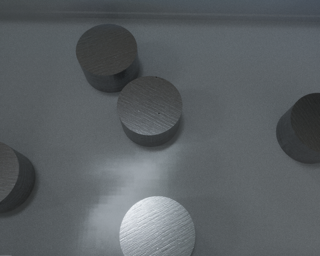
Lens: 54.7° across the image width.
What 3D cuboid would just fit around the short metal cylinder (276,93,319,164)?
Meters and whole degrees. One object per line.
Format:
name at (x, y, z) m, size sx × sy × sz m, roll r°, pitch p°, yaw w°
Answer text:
short metal cylinder at (0.199, 0.002, 0.398) m, size 0.081 × 0.050 × 0.080 m, roll 0°, pitch 70°, yaw 0°

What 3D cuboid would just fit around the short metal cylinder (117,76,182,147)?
short metal cylinder at (-0.013, -0.020, 0.404) m, size 0.081 × 0.050 × 0.080 m, roll 0°, pitch 70°, yaw 0°

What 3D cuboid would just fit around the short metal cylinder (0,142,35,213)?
short metal cylinder at (-0.200, 0.060, 0.372) m, size 0.081 × 0.050 × 0.080 m, roll 0°, pitch 70°, yaw 0°

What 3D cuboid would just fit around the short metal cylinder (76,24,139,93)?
short metal cylinder at (-0.070, -0.096, 0.431) m, size 0.081 × 0.050 × 0.080 m, roll 0°, pitch 70°, yaw 0°

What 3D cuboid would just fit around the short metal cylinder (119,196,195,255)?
short metal cylinder at (-0.003, 0.121, 0.352) m, size 0.081 × 0.050 × 0.080 m, roll 0°, pitch 70°, yaw 0°
